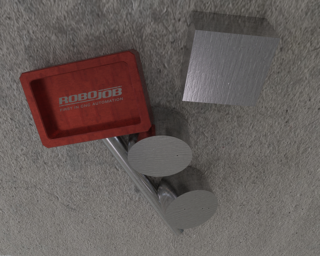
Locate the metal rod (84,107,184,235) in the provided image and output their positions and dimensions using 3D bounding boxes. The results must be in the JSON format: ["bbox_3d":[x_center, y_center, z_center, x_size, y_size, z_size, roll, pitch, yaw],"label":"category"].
[{"bbox_3d":[-0.027,0.080,0.474,0.025,0.025,0.299,-19,128,15],"label":"metal rod"}]

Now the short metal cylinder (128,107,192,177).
[{"bbox_3d":[-0.001,0.019,0.403,0.081,0.050,0.080,-2,135,-2],"label":"short metal cylinder"}]

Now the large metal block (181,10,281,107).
[{"bbox_3d":[0.068,-0.073,0.330,0.081,0.050,0.079,4,130,-4],"label":"large metal block"}]

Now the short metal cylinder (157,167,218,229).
[{"bbox_3d":[0.040,0.106,0.469,0.081,0.050,0.079,-8,124,-12],"label":"short metal cylinder"}]

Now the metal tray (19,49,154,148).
[{"bbox_3d":[-0.080,-0.033,0.354,0.131,0.030,0.089,-10,107,8],"label":"metal tray"}]
